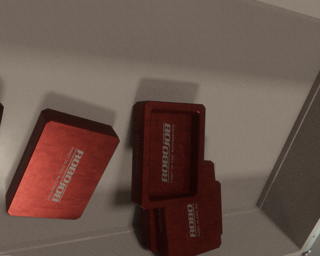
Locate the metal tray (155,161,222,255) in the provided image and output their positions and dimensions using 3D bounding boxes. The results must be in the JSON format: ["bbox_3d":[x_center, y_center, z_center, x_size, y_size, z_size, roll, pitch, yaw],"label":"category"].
[{"bbox_3d":[0.039,0.116,0.449,0.091,0.030,0.129,-6,91,-28],"label":"metal tray"}]

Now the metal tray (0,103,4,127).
[{"bbox_3d":[-0.198,0.037,0.283,0.030,0.090,0.129,25,110,7],"label":"metal tray"}]

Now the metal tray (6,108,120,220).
[{"bbox_3d":[-0.117,0.049,0.373,0.091,0.030,0.129,17,109,-36],"label":"metal tray"}]

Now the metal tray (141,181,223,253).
[{"bbox_3d":[0.036,0.132,0.481,0.131,0.030,0.089,-1,89,-28],"label":"metal tray"}]

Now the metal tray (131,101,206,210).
[{"bbox_3d":[0.012,0.032,0.397,0.091,0.030,0.129,1,91,-29],"label":"metal tray"}]
